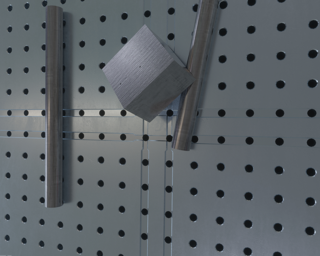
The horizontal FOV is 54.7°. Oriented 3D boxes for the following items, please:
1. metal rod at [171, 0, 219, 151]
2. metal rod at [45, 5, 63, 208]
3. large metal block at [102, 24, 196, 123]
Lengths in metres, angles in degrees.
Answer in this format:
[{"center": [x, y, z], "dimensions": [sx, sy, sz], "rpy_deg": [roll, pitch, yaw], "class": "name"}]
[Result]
[{"center": [0.054, -0.119, 0.393], "dimensions": [0.025, 0.025, 0.298], "rpy_deg": [12, 94, 19], "class": "metal rod"}, {"center": [-0.160, -0.032, 0.468], "dimensions": [0.025, 0.025, 0.298], "rpy_deg": [0, 90, 20], "class": "metal rod"}, {"center": [-0.016, -0.068, 0.390], "dimensions": [0.080, 0.050, 0.080], "rpy_deg": [-43, 53, 15], "class": "large metal block"}]
